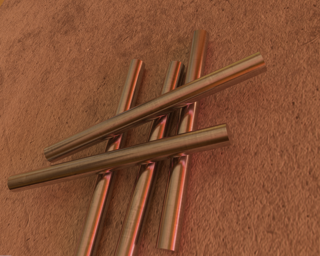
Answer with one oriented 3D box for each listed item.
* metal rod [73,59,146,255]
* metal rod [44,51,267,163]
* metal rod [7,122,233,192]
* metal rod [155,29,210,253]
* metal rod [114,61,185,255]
[{"bbox_3d":[-0.063,0.032,0.417,0.025,0.025,0.300,-3,60,27],"label":"metal rod"},{"bbox_3d":[-0.017,-0.020,0.391,0.300,0.025,0.025,-23,53,14],"label":"metal rod"},{"bbox_3d":[-0.064,0.041,0.378,0.301,0.025,0.025,-14,56,20],"label":"metal rod"},{"bbox_3d":[0.034,-0.004,0.388,0.025,0.025,0.300,-3,60,27],"label":"metal rod"},{"bbox_3d":[-0.011,0.043,0.383,0.025,0.025,0.300,1,62,28],"label":"metal rod"}]
